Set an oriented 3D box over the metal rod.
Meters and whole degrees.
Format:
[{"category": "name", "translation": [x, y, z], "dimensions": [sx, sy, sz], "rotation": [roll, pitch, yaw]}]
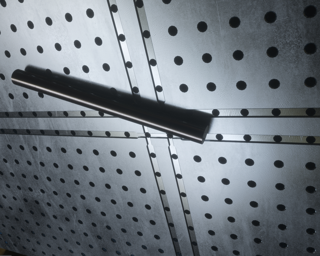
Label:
[{"category": "metal rod", "translation": [-0.081, -0.035, 0.430], "dimensions": [0.301, 0.025, 0.025], "rotation": [18, 125, 17]}]
